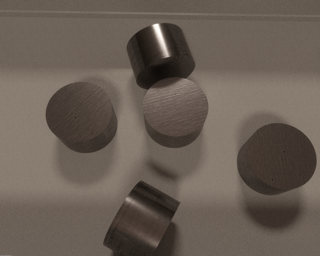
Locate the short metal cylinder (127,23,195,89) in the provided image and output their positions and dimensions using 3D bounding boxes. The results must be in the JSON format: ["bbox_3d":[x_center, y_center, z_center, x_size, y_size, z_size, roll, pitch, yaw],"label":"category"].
[{"bbox_3d":[0.001,-0.093,0.415,0.081,0.080,0.050,-16,71,-6],"label":"short metal cylinder"}]

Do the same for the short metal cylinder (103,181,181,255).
[{"bbox_3d":[-0.018,0.105,0.342,0.050,0.080,0.080,28,72,9],"label":"short metal cylinder"}]

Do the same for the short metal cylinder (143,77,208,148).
[{"bbox_3d":[0.019,-0.019,0.404,0.081,0.050,0.080,0,70,0],"label":"short metal cylinder"}]

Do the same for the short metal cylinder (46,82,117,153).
[{"bbox_3d":[-0.098,-0.012,0.400,0.081,0.050,0.080,0,70,0],"label":"short metal cylinder"}]

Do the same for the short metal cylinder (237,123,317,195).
[{"bbox_3d":[0.142,0.040,0.384,0.081,0.050,0.080,0,70,0],"label":"short metal cylinder"}]
